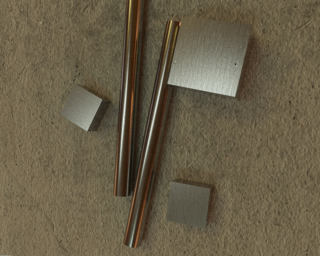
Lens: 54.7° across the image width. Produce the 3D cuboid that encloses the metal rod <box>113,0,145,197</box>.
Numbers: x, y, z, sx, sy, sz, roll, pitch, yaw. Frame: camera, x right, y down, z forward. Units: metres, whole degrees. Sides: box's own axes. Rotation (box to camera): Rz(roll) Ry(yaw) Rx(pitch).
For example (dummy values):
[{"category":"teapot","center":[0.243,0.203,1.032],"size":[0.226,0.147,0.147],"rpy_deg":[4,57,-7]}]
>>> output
[{"category":"metal rod","center":[-0.041,-0.057,0.422],"size":[0.025,0.025,0.298],"rpy_deg":[5,91,19]}]

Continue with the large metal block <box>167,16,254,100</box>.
[{"category":"large metal block","center":[0.063,-0.082,0.373],"size":[0.080,0.050,0.079],"rpy_deg":[14,95,19]}]

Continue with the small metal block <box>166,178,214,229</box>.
[{"category":"small metal block","center":[0.039,0.095,0.395],"size":[0.050,0.025,0.050],"rpy_deg":[7,92,19]}]

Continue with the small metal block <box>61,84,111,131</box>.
[{"category":"small metal block","center":[-0.106,-0.029,0.445],"size":[0.050,0.025,0.050],"rpy_deg":[30,100,17]}]

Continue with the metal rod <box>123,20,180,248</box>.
[{"category":"metal rod","center":[-0.009,0.011,0.411],"size":[0.025,0.025,0.298],"rpy_deg":[13,94,19]}]
